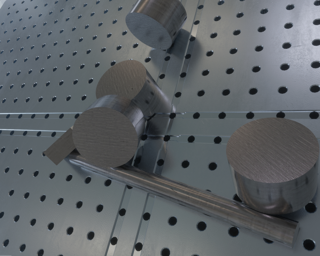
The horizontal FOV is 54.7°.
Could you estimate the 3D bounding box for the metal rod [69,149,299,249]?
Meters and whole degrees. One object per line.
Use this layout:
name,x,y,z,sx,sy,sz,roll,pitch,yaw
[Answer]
metal rod,0.002,0.069,0.364,0.300,0.025,0.025,13,69,33

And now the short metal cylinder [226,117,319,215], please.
short metal cylinder,0.109,0.035,0.300,0.080,0.050,0.080,-12,41,11

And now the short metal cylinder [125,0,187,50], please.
short metal cylinder,-0.006,-0.167,0.478,0.080,0.080,0.050,19,72,35

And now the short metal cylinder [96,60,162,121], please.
short metal cylinder,-0.044,-0.051,0.447,0.080,0.050,0.080,-13,56,21

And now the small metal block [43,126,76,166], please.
small metal block,-0.136,0.023,0.448,0.050,0.025,0.050,-43,10,-2

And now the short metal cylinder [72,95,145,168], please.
short metal cylinder,-0.063,0.003,0.393,0.080,0.080,0.050,-21,18,15
